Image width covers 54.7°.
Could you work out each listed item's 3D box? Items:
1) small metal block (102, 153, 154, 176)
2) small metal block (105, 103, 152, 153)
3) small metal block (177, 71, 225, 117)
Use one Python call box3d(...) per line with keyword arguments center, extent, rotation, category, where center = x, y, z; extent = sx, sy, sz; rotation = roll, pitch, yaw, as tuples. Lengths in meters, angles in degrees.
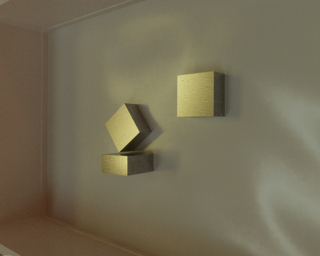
box3d(center=(-0.044, 0.048, 0.427), extent=(0.050, 0.050, 0.025), rotation=(-1, 90, 40), category="small metal block")
box3d(center=(-0.046, 0.000, 0.445), extent=(0.050, 0.025, 0.050), rotation=(-43, 64, 31), category="small metal block")
box3d(center=(0.048, -0.038, 0.367), extent=(0.050, 0.025, 0.050), rotation=(1, 90, 40), category="small metal block")
